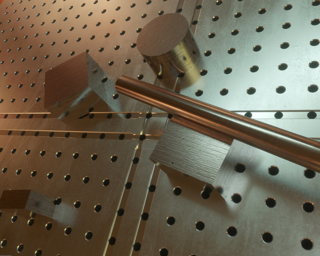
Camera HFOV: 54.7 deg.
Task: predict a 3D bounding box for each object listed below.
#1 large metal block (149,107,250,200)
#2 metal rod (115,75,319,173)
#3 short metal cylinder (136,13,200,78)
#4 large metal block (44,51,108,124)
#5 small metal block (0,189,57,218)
[{"bbox_3d":[0.048,0.023,0.352,0.080,0.050,0.080,19,71,35],"label":"large metal block"},{"bbox_3d":[0.063,-0.007,0.314,0.300,0.025,0.025,24,75,36],"label":"metal rod"},{"bbox_3d":[0.013,-0.122,0.459,0.080,0.050,0.080,-13,56,20],"label":"short metal cylinder"},{"bbox_3d":[-0.137,-0.065,0.502,0.080,0.050,0.080,-24,53,13],"label":"large metal block"},{"bbox_3d":[-0.179,0.104,0.420,0.050,0.050,0.025,-6,59,24],"label":"small metal block"}]
